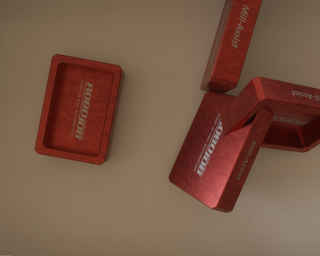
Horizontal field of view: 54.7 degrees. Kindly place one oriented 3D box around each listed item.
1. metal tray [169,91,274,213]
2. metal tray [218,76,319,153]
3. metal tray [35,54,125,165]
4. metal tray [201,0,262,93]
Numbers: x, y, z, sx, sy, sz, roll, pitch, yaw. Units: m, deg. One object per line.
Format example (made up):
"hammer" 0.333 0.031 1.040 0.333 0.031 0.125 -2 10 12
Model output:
"metal tray" 0.071 0.025 0.380 0.030 0.090 0.129 24 90 -38
"metal tray" 0.145 -0.010 0.363 0.131 0.089 0.030 8 56 -18
"metal tray" -0.103 -0.024 0.407 0.091 0.030 0.129 11 90 -1
"metal tray" 0.087 -0.110 0.380 0.030 0.090 0.129 16 90 0
